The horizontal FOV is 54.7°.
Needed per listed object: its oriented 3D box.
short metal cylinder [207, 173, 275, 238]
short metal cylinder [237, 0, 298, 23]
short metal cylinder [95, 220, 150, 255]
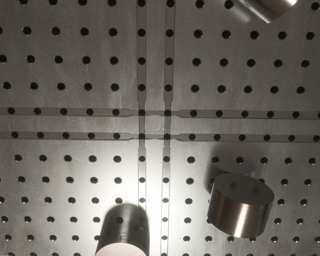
[{"bbox_3d":[0.109,0.103,0.424,0.081,0.080,0.050,7,110,-3],"label":"short metal cylinder"},{"bbox_3d":[0.120,-0.160,0.327,0.050,0.080,0.080,34,106,-12],"label":"short metal cylinder"},{"bbox_3d":[-0.056,0.189,0.469,0.081,0.050,0.079,0,110,-1],"label":"short metal cylinder"}]
